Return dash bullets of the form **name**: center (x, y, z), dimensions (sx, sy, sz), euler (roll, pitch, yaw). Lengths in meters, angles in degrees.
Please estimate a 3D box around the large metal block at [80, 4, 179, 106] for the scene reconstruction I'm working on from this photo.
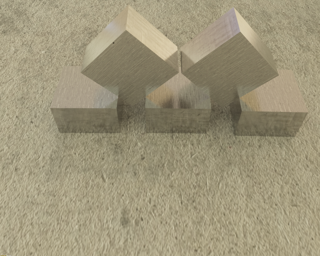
- **large metal block**: center (-0.035, -0.083, 0.374), dimensions (0.080, 0.080, 0.050), euler (32, 40, -34)

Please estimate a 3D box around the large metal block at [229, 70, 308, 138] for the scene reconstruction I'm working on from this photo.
- **large metal block**: center (0.140, -0.034, 0.420), dimensions (0.081, 0.050, 0.080), euler (1, 50, 0)

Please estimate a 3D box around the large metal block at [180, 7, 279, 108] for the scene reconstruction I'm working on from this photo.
- **large metal block**: center (0.082, -0.082, 0.377), dimensions (0.080, 0.080, 0.050), euler (-32, 40, 33)

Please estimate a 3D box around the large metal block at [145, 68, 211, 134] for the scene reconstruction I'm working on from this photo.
- **large metal block**: center (0.023, -0.038, 0.421), dimensions (0.081, 0.050, 0.080), euler (1, 50, 0)

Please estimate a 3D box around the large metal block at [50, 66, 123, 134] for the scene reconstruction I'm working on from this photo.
- **large metal block**: center (-0.093, -0.039, 0.420), dimensions (0.081, 0.050, 0.080), euler (0, 50, 0)
